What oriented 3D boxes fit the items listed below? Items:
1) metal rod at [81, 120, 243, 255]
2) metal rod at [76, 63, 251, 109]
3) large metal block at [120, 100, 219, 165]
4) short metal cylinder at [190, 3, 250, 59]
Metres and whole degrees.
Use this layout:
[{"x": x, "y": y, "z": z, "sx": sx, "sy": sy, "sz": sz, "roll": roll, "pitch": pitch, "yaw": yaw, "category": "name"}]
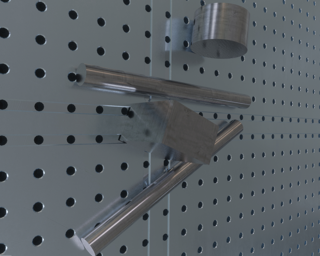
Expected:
[{"x": 0.024, "y": 0.065, "z": 0.429, "sx": 0.302, "sy": 0.025, "sz": 0.025, "roll": -33, "pitch": 111, "yaw": -35, "category": "metal rod"}, {"x": 0.030, "y": -0.052, "z": 0.433, "sx": 0.302, "sy": 0.025, "sz": 0.025, "roll": 3, "pitch": 88, "yaw": -40, "category": "metal rod"}, {"x": 0.012, "y": 0.007, "z": 0.383, "sx": 0.080, "sy": 0.080, "sz": 0.050, "roll": 27, "pitch": 73, "yaw": -37, "category": "large metal block"}, {"x": 0.087, "y": -0.137, "z": 0.446, "sx": 0.081, "sy": 0.080, "sz": 0.050, "roll": 11, "pitch": 84, "yaw": -40, "category": "short metal cylinder"}]
